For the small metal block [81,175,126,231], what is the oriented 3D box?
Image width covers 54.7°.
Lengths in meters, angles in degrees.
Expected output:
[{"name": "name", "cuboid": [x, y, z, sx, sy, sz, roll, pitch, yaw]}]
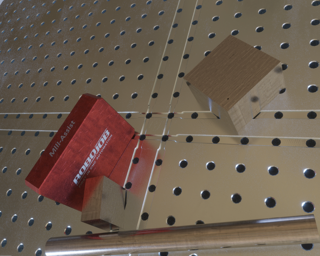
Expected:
[{"name": "small metal block", "cuboid": [-0.066, 0.091, 0.370, 0.025, 0.050, 0.050, -14, 56, 20]}]

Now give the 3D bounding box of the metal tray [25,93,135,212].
[{"name": "metal tray", "cuboid": [-0.095, 0.033, 0.394, 0.030, 0.090, 0.130, 19, 72, 35]}]

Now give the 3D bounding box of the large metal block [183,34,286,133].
[{"name": "large metal block", "cuboid": [0.090, -0.055, 0.378, 0.080, 0.050, 0.080, -43, 51, -2]}]

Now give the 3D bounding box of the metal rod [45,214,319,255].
[{"name": "metal rod", "cuboid": [0.004, 0.120, 0.331, 0.301, 0.025, 0.025, -12, 57, 21]}]
